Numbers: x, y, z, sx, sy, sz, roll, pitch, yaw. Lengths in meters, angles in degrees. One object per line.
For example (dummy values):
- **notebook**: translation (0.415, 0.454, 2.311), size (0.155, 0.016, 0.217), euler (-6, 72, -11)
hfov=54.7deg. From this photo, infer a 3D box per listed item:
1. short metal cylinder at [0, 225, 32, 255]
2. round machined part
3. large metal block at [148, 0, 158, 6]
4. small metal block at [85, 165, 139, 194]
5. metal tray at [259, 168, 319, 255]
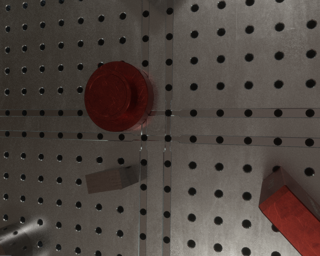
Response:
- **short metal cylinder**: translation (-0.251, 0.200, 0.486), size (0.080, 0.050, 0.079), euler (0, 90, 19)
- **round machined part**: translation (-0.062, -0.043, 0.424), size (0.098, 0.042, 0.097), euler (0, 90, 19)
- **large metal block**: translation (-0.016, -0.225, 0.404), size (0.080, 0.050, 0.080), euler (-45, 76, 14)
- **small metal block**: translation (-0.064, 0.069, 0.421), size (0.050, 0.050, 0.025), euler (-12, 86, 19)
- **metal tray**: translation (0.143, 0.089, 0.306), size (0.030, 0.130, 0.090), euler (-45, 76, 14)
